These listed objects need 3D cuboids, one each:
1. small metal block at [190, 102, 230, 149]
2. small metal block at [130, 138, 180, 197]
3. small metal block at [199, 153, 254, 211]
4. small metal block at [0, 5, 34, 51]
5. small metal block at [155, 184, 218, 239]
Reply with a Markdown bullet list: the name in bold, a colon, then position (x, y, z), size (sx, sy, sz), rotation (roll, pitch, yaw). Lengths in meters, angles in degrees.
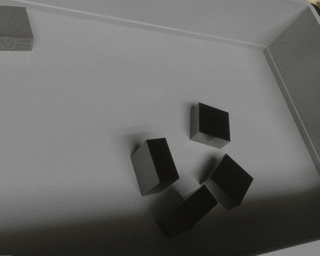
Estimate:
- **small metal block**: position (0.072, -0.003, 0.446), size (0.050, 0.025, 0.050), rotation (17, 55, -19)
- **small metal block**: position (-0.007, 0.046, 0.358), size (0.025, 0.050, 0.050), rotation (-6, 65, -31)
- **small metal block**: position (0.089, 0.071, 0.410), size (0.050, 0.025, 0.050), rotation (43, 51, 1)
- **small metal block**: position (-0.188, -0.122, 0.379), size (0.050, 0.025, 0.050), rotation (-8, 66, -32)
- **small metal block**: position (0.029, 0.094, 0.348), size (0.050, 0.050, 0.025), rotation (-30, 78, -38)
